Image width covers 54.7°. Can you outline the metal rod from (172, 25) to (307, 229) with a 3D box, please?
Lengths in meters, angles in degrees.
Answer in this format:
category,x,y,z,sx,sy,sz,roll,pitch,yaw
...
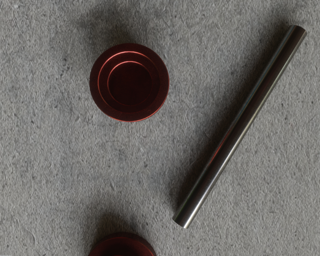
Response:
category,x,y,z,sx,sy,sz,roll,pitch,yaw
metal rod,0.105,-0.002,0.410,0.025,0.025,0.299,32,90,0

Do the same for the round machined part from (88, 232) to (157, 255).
category,x,y,z,sx,sy,sz,roll,pitch,yaw
round machined part,-0.051,0.191,0.401,0.099,0.042,0.097,0,90,0

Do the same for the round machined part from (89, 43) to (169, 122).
category,x,y,z,sx,sy,sz,roll,pitch,yaw
round machined part,-0.038,-0.056,0.401,0.099,0.042,0.097,0,90,0
